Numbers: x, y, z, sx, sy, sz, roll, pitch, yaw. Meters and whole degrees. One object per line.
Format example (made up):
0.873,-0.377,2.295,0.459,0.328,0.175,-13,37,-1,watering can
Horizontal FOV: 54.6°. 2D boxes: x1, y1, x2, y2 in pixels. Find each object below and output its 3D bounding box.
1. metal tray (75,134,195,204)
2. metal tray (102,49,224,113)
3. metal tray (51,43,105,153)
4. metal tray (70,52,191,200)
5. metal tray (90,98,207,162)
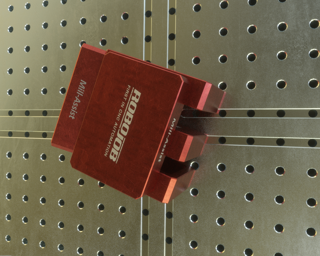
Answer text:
-0.030,0.044,0.389,0.130,0.090,0.030,22,98,18,metal tray
0.005,-0.055,0.375,0.130,0.090,0.030,22,98,19,metal tray
-0.097,-0.039,0.410,0.030,0.090,0.129,19,97,-3,metal tray
-0.033,-0.004,0.325,0.090,0.030,0.129,22,97,19,metal tray
-0.015,0.001,0.382,0.130,0.090,0.030,21,96,17,metal tray
